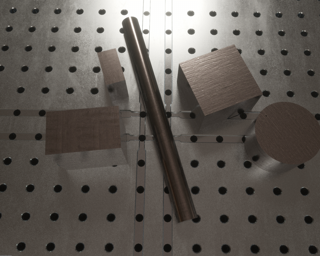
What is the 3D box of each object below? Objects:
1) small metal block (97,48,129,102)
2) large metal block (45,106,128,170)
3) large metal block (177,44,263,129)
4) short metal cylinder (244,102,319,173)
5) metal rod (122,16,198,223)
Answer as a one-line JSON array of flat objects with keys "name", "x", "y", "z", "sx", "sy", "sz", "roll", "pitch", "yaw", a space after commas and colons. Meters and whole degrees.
[{"name": "small metal block", "x": -0.063, "y": -0.072, "z": 0.424, "sx": 0.025, "sy": 0.050, "sz": 0.050, "roll": -16, "pitch": 71, "yaw": -6}, {"name": "large metal block", "x": -0.084, "y": 0.015, "z": 0.376, "sx": 0.081, "sy": 0.080, "sz": 0.050, "roll": -5, "pitch": 70, "yaw": -2}, {"name": "large metal block", "x": 0.077, "y": -0.055, "z": 0.420, "sx": 0.080, "sy": 0.050, "sz": 0.080, "roll": -21, "pitch": 72, "yaw": -8}, {"name": "short metal cylinder", "x": 0.154, "y": 0.013, "z": 0.396, "sx": 0.081, "sy": 0.050, "sz": 0.080, "roll": 0, "pitch": 70, "yaw": 0}, {"name": "metal rod", "x": -0.006, "y": -0.025, "z": 0.420, "sx": 0.025, "sy": 0.025, "sz": 0.299, "roll": -14, "pitch": 71, "yaw": -6}]
